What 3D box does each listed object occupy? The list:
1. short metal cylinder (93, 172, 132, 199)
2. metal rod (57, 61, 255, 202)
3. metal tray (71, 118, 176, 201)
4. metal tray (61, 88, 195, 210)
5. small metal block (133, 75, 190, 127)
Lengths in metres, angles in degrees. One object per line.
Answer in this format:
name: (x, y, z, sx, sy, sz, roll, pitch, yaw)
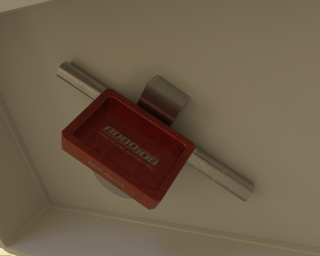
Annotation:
short metal cylinder: (-0.050, 0.054, 0.441, 0.080, 0.050, 0.079, 19, 134, 21)
metal rod: (-0.009, 0.002, 0.413, 0.301, 0.025, 0.025, 34, 129, 5)
metal tray: (-0.038, 0.034, 0.405, 0.130, 0.090, 0.030, 34, 129, 5)
metal tray: (-0.036, 0.021, 0.362, 0.130, 0.090, 0.030, 34, 146, 5)
small metal block: (0.001, -0.029, 0.387, 0.050, 0.025, 0.050, 35, 129, 4)
